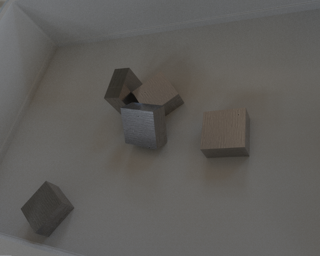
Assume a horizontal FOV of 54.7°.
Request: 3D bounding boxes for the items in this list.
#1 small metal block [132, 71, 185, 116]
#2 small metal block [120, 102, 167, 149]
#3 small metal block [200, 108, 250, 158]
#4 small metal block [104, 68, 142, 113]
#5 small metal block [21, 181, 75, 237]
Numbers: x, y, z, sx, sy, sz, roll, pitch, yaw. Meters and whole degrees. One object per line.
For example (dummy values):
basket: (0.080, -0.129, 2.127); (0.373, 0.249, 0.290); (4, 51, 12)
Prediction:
small metal block: (-0.003, -0.043, 0.431); (0.050, 0.025, 0.050); (-35, 56, 4)
small metal block: (-0.020, -0.004, 0.400); (0.050, 0.050, 0.025); (9, 25, 32)
small metal block: (0.077, 0.006, 0.362); (0.050, 0.025, 0.050); (-5, 59, 25)
small metal block: (-0.049, -0.051, 0.447); (0.025, 0.050, 0.050); (1, 62, 29)
small metal block: (-0.153, 0.109, 0.419); (0.050, 0.025, 0.050); (-49, 52, -7)
